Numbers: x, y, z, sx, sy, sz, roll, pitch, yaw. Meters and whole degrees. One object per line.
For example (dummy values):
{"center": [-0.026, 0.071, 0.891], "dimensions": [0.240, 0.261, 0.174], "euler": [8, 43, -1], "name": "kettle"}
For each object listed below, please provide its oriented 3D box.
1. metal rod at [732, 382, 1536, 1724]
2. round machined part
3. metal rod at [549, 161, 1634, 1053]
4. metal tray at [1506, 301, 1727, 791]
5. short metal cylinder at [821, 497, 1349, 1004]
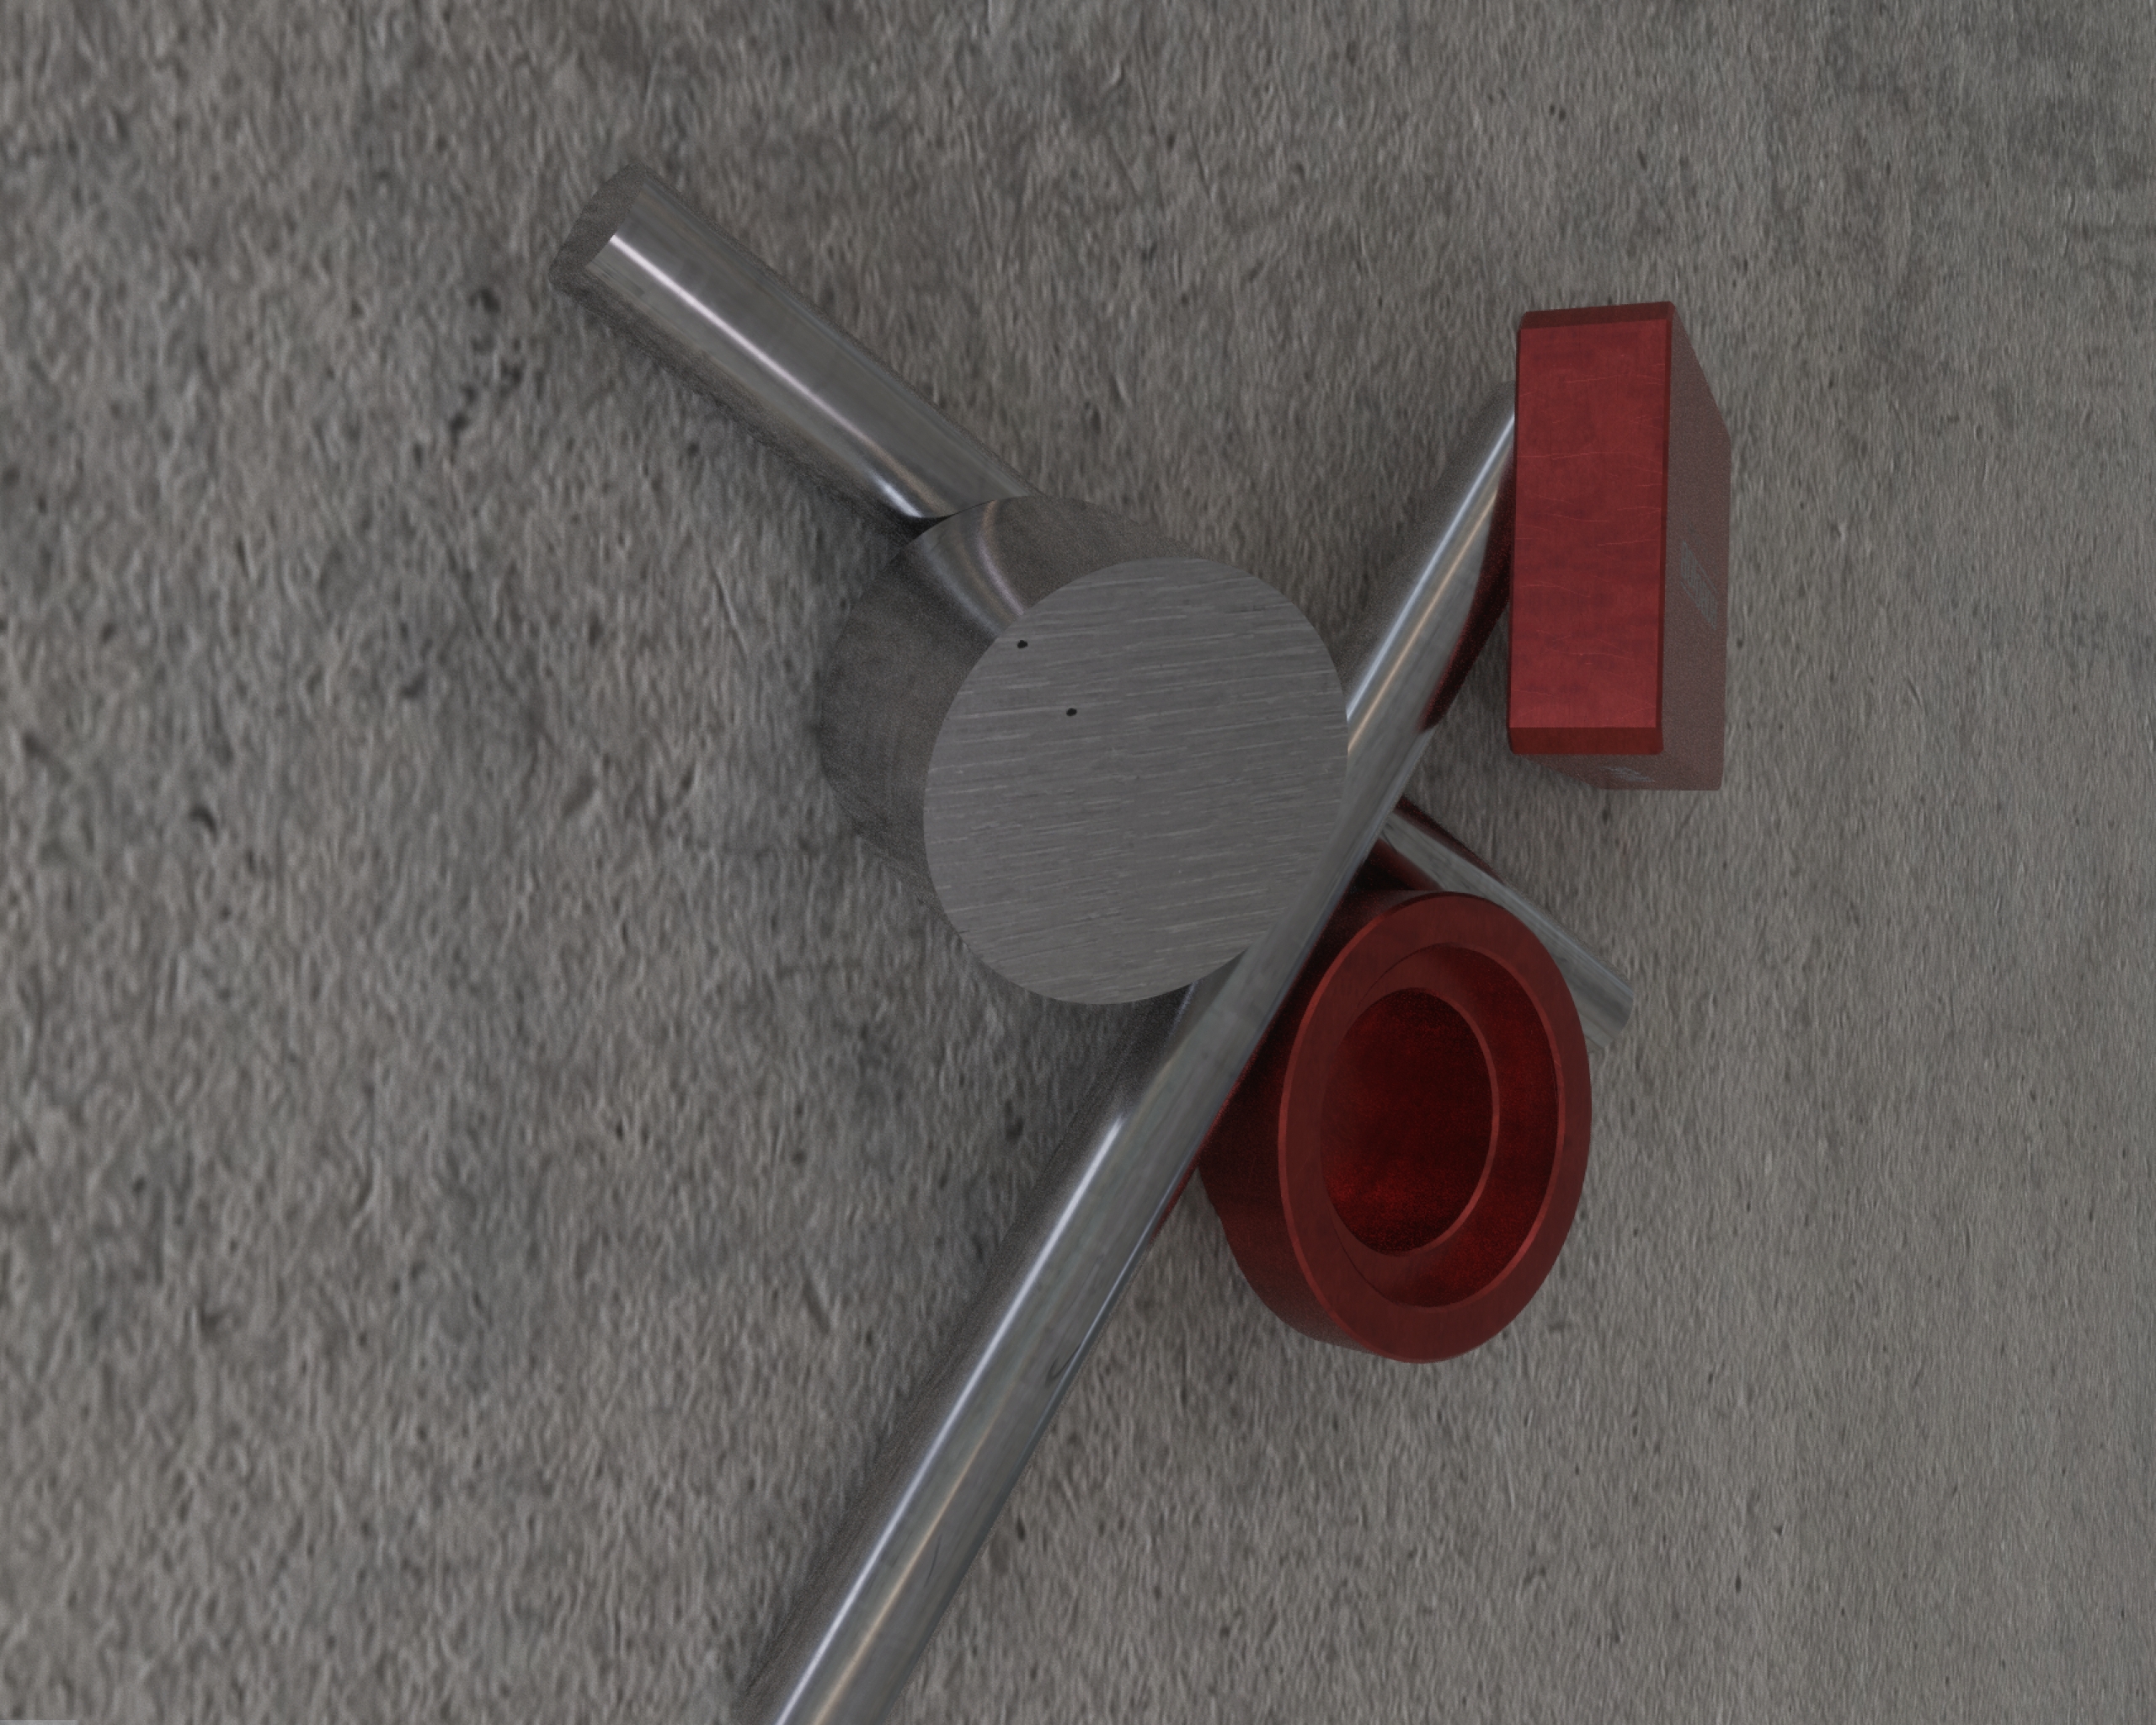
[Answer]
{"center": [0.024, 0.030, 0.404], "dimensions": [0.025, 0.025, 0.300], "euler": [41, 72, -33], "name": "metal rod"}
{"center": [0.063, 0.055, 0.448], "dimensions": [0.099, 0.042, 0.097], "euler": [0, 90, -40], "name": "round machined part"}
{"center": [0.023, -0.034, 0.426], "dimensions": [0.301, 0.025, 0.025], "euler": [35, 69, -35], "name": "metal rod"}
{"center": [0.125, -0.065, 0.470], "dimensions": [0.130, 0.030, 0.089], "euler": [4, 87, -68], "name": "metal tray"}
{"center": [0.001, -0.021, 0.373], "dimensions": [0.081, 0.050, 0.079], "euler": [-11, 115, -24], "name": "short metal cylinder"}
